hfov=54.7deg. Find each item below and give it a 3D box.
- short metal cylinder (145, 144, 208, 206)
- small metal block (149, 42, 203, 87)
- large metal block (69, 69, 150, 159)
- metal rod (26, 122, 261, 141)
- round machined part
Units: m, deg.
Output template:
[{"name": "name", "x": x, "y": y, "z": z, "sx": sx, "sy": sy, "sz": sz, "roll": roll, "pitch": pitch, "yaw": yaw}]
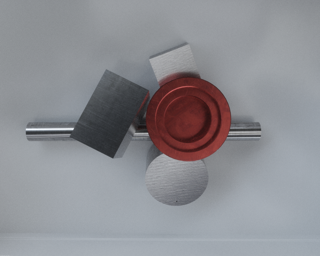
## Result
[{"name": "short metal cylinder", "x": 0.021, "y": 0.056, "z": 0.417, "sx": 0.081, "sy": 0.050, "sz": 0.079, "roll": 0, "pitch": 110, "yaw": -1}, {"name": "small metal block", "x": 0.019, "y": -0.072, "z": 0.384, "sx": 0.050, "sy": 0.025, "sz": 0.050, "roll": -20, "pitch": 109, "yaw": 6}, {"name": "large metal block", "x": -0.052, "y": -0.012, "z": 0.360, "sx": 0.050, "sy": 0.080, "sz": 0.080, "roll": 27, "pitch": 85, "yaw": 2}, {"name": "metal rod", "x": -0.020, "y": 0.005, "z": 0.410, "sx": 0.302, "sy": 0.025, "sz": 0.025, "roll": 0, "pitch": 110, "yaw": -1}, {"name": "round machined part", "x": 0.033, "y": -0.011, "z": 0.377, "sx": 0.099, "sy": 0.042, "sz": 0.097, "roll": 0, "pitch": 93, "yaw": 0}]
